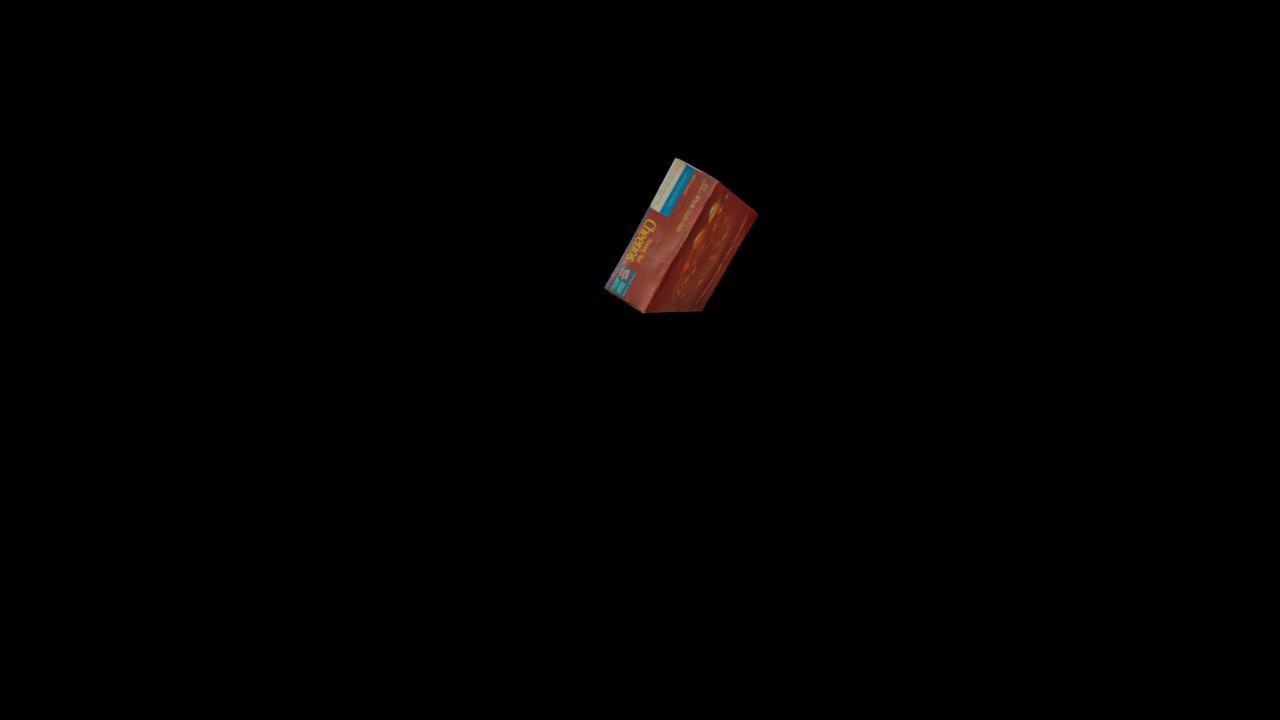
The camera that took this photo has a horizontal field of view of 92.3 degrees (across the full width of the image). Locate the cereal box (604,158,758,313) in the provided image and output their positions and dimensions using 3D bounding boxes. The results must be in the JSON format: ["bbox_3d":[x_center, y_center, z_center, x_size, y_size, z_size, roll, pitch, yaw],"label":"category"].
[{"bbox_3d":[0.077,-0.176,0.955,0.081,0.203,0.306,34,16,16],"label":"cereal box"}]
